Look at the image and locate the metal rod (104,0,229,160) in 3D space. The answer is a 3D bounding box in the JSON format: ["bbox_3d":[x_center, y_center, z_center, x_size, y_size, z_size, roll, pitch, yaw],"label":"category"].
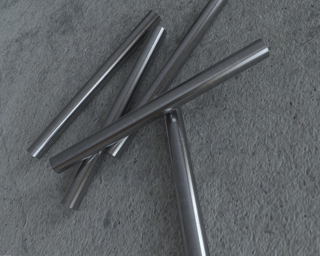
[{"bbox_3d":[0.016,-0.086,0.446,0.025,0.025,0.300,25,75,36],"label":"metal rod"}]

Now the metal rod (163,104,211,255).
[{"bbox_3d":[0.031,0.086,0.333,0.025,0.025,0.299,-20,54,16],"label":"metal rod"}]

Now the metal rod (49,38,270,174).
[{"bbox_3d":[-0.008,-0.022,0.386,0.301,0.025,0.025,-29,52,9],"label":"metal rod"}]

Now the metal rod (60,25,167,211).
[{"bbox_3d":[-0.059,-0.027,0.449,0.025,0.025,0.300,12,68,33],"label":"metal rod"}]

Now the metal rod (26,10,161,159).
[{"bbox_3d":[-0.102,-0.074,0.500,0.025,0.025,0.300,33,80,38],"label":"metal rod"}]
